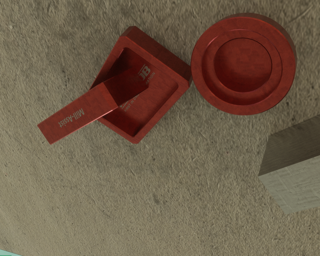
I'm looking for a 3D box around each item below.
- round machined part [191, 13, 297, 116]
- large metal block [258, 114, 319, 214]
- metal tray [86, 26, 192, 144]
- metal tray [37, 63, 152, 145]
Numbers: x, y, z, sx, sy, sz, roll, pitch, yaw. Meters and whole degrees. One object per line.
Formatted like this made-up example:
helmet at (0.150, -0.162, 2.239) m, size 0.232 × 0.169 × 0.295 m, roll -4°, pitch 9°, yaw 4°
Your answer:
round machined part at (0.084, -0.065, 0.311) m, size 0.098 × 0.042 × 0.097 m, roll 13°, pitch 124°, yaw 20°
large metal block at (0.154, 0.031, 0.310) m, size 0.080 × 0.080 × 0.050 m, roll -30°, pitch 102°, yaw 37°
metal tray at (-0.032, -0.045, 0.376) m, size 0.090 × 0.030 × 0.129 m, roll 34°, pitch 132°, yaw -10°
metal tray at (-0.080, -0.029, 0.385) m, size 0.130 × 0.090 × 0.030 m, roll -24°, pitch 101°, yaw 36°
